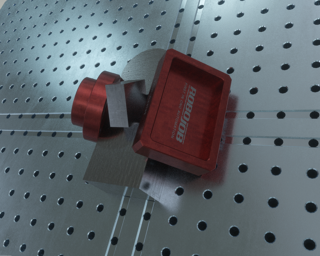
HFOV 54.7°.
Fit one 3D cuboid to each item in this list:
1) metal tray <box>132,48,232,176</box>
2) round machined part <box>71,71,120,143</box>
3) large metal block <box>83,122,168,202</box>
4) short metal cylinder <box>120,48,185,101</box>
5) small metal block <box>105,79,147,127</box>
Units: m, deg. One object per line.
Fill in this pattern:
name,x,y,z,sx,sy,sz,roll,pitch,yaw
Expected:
metal tray,0.030,-0.020,0.365,0.030,0.091,0.130,139,150,-62
round machined part,-0.089,-0.031,0.422,0.042,0.098,0.098,16,66,-1
large metal block,-0.037,0.040,0.387,0.080,0.050,0.080,2,63,29
short metal cylinder,-0.008,-0.064,0.435,0.080,0.050,0.080,-13,56,21
small metal block,-0.039,-0.031,0.377,0.025,0.050,0.050,1,105,26
